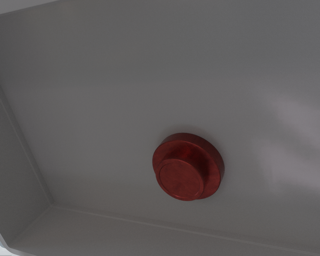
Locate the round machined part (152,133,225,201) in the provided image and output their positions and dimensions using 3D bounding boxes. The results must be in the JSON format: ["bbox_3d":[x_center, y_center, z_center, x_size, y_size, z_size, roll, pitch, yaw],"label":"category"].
[{"bbox_3d":[0.033,0.059,0.417,0.098,0.042,0.097,13,124,21],"label":"round machined part"}]
